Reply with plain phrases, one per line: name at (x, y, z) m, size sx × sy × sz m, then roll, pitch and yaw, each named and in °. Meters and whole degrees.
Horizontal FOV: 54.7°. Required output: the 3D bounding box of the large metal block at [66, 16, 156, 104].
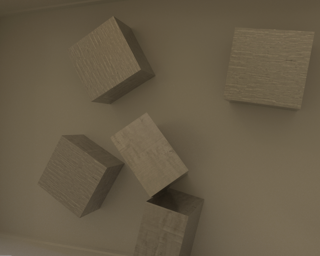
large metal block at (-0.066, -0.088, 0.420) m, size 0.080 × 0.050 × 0.080 m, roll -30°, pitch 81°, yaw 17°

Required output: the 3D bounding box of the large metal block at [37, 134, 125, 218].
large metal block at (-0.111, 0.064, 0.436) m, size 0.080 × 0.050 × 0.080 m, roll 32°, pitch 100°, yaw 17°

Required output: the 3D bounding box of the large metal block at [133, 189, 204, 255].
large metal block at (0.012, 0.126, 0.377) m, size 0.050 × 0.080 × 0.080 m, roll 15°, pitch 95°, yaw 19°

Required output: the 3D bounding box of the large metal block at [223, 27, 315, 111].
large metal block at (0.123, -0.065, 0.354) m, size 0.080 × 0.050 × 0.079 m, roll 10°, pitch 93°, yaw 19°

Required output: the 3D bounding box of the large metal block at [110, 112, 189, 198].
large metal block at (-0.010, 0.036, 0.378) m, size 0.050 × 0.080 × 0.080 m, roll -35°, pitch 78°, yaw -3°
